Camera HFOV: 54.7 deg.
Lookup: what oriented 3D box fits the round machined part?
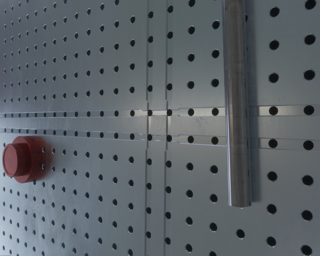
[{"bbox_3d":[-0.289,0.065,0.637,0.098,0.042,0.097,0,90,40],"label":"round machined part"}]

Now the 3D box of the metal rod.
[{"bbox_3d":[0.083,-0.066,0.340,0.025,0.025,0.298,-3,88,40],"label":"metal rod"}]
